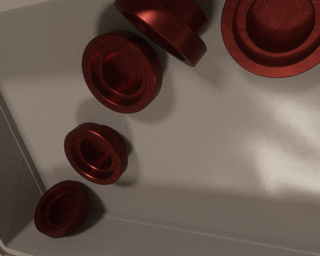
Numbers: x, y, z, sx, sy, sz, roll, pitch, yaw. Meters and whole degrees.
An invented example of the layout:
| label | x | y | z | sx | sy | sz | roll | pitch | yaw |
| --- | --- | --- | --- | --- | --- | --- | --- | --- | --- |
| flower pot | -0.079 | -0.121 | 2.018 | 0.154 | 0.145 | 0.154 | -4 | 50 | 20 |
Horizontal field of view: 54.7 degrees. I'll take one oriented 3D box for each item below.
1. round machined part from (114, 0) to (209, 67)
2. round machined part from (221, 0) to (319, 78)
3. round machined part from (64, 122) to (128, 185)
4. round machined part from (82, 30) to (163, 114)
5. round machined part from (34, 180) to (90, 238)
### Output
| label | x | y | z | sx | sy | sz | roll | pitch | yaw |
| --- | --- | --- | --- | --- | --- | --- | --- | --- | --- |
| round machined part | 0.008 | -0.106 | 0.302 | 0.098 | 0.098 | 0.042 | 37 | 97 | 2 |
| round machined part | 0.109 | -0.098 | 0.279 | 0.098 | 0.042 | 0.097 | 13 | 124 | 20 |
| round machined part | -0.090 | 0.034 | 0.465 | 0.098 | 0.042 | 0.097 | 13 | 124 | 20 |
| round machined part | -0.041 | -0.070 | 0.375 | 0.098 | 0.042 | 0.097 | 13 | 124 | 20 |
| round machined part | -0.166 | 0.145 | 0.543 | 0.098 | 0.098 | 0.042 | -1 | 144 | 28 |
